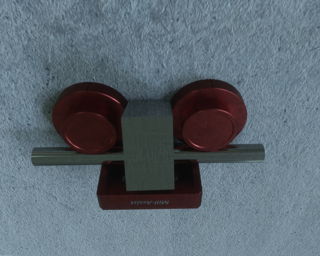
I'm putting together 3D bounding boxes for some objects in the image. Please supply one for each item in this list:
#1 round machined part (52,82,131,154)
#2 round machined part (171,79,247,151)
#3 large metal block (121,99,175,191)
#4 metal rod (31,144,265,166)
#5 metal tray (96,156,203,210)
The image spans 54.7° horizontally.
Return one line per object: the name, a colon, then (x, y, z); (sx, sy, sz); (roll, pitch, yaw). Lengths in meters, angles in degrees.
round machined part: (-0.086, -0.005, 0.389); (0.099, 0.042, 0.097); (-1, 130, 0)
round machined part: (0.060, -0.009, 0.390); (0.099, 0.042, 0.097); (-1, 130, 0)
large metal block: (-0.011, 0.016, 0.350); (0.050, 0.080, 0.079); (-2, 107, 0)
metal rod: (-0.015, 0.036, 0.412); (0.302, 0.025, 0.025); (-1, 130, 0)
metal tray: (-0.013, 0.064, 0.420); (0.131, 0.090, 0.030); (-1, 130, 0)
